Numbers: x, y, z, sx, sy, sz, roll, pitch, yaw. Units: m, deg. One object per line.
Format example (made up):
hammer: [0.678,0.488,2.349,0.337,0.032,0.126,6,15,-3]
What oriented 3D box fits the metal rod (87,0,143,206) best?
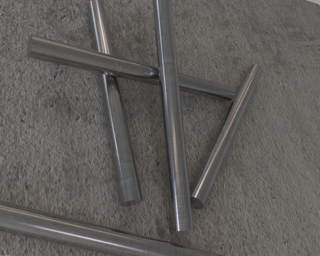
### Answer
metal rod: [-0.063,-0.050,0.400,0.025,0.025,0.299,0,62,-28]

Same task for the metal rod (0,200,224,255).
metal rod: [-0.068,0.106,0.302,0.302,0.025,0.025,20,54,-17]

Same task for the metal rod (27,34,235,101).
metal rod: [-0.014,-0.071,0.414,0.302,0.025,0.025,7,58,-33]

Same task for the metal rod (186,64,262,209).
metal rod: [0.106,-0.007,0.465,0.025,0.025,0.301,37,51,-4]

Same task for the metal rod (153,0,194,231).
metal rod: [0.014,-0.029,0.387,0.025,0.025,0.299,3,73,-27]
